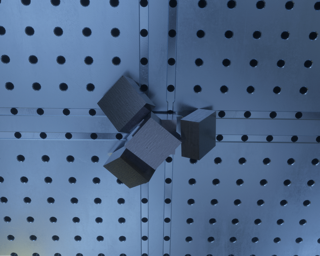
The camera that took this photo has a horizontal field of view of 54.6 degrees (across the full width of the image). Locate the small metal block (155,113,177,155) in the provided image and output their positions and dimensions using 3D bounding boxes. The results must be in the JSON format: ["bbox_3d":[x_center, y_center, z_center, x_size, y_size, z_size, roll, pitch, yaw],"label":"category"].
[{"bbox_3d":[-0.004,0.007,0.416,0.050,0.025,0.050,1,113,-1],"label":"small metal block"}]

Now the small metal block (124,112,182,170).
[{"bbox_3d":[-0.009,0.016,0.392,0.050,0.025,0.050,39,105,-14],"label":"small metal block"}]

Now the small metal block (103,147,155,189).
[{"bbox_3d":[-0.041,0.052,0.419,0.050,0.025,0.050,43,142,-14],"label":"small metal block"}]

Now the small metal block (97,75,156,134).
[{"bbox_3d":[-0.042,-0.029,0.389,0.050,0.025,0.050,-45,69,14],"label":"small metal block"}]

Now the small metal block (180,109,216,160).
[{"bbox_3d":[0.050,0.007,0.400,0.025,0.050,0.050,10,114,31],"label":"small metal block"}]
